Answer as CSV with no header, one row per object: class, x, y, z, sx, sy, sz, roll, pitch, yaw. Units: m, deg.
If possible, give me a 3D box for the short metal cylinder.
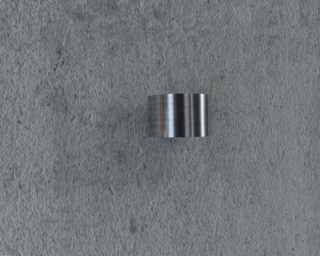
short metal cylinder,0.024,-0.015,0.391,0.081,0.080,0.050,-1,91,-20
